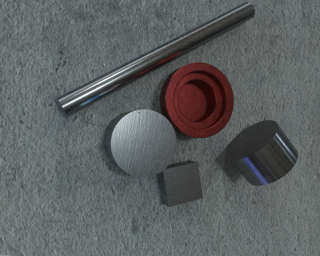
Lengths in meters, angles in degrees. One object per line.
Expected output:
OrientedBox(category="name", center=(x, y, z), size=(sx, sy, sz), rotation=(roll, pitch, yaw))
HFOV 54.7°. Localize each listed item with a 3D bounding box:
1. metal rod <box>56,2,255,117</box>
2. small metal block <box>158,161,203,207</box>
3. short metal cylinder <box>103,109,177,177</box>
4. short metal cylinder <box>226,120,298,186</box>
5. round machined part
OrientedBox(category="metal rod", center=(0.007, -0.099, 0.411), size=(0.302, 0.025, 0.025), rotation=(-31, 101, -17))
OrientedBox(category="small metal block", center=(0.027, 0.074, 0.419), size=(0.050, 0.025, 0.050), rotation=(-10, 93, -20))
OrientedBox(category="short metal cylinder", center=(-0.026, 0.018, 0.386), size=(0.081, 0.050, 0.079), rotation=(0, 90, -20))
OrientedBox(category="short metal cylinder", center=(0.141, 0.034, 0.432), size=(0.080, 0.080, 0.050), rotation=(-44, 104, -15))
OrientedBox(category="round machined part", center=(0.046, -0.036, 0.417), size=(0.099, 0.042, 0.097), rotation=(0, 90, -20))
